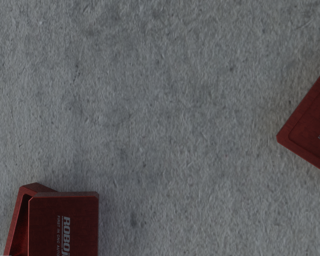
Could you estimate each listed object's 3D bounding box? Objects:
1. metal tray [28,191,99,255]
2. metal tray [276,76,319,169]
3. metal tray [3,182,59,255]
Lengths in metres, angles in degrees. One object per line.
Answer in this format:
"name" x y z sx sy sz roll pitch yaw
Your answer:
"metal tray" -0.132 0.156 0.431 0.091 0.030 0.129 1 90 -8
"metal tray" 0.202 -0.015 0.335 0.090 0.030 0.129 36 101 16
"metal tray" -0.181 0.159 0.468 0.090 0.030 0.129 17 96 18
